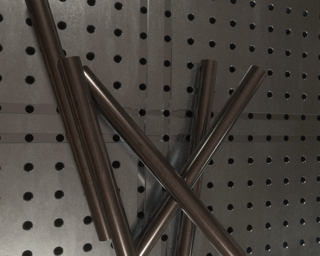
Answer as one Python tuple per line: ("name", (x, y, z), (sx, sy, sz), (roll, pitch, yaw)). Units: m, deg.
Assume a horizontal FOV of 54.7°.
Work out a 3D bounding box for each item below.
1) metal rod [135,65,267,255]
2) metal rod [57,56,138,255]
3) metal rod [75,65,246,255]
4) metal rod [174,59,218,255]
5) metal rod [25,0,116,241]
("metal rod", (0.048, 0.048, 0.406), (0.025, 0.025, 0.299), (34, 88, -17))
("metal rod", (-0.064, 0.065, 0.365), (0.025, 0.025, 0.298), (-17, 96, -20))
("metal rod", (-0.002, 0.046, 0.378), (0.025, 0.025, 0.300), (-40, 90, -16))
("metal rod", (0.049, 0.054, 0.432), (0.025, 0.025, 0.298), (9, 87, -20))
("metal rod", (-0.104, -0.007, 0.374), (0.025, 0.025, 0.298), (-17, 96, -20))
